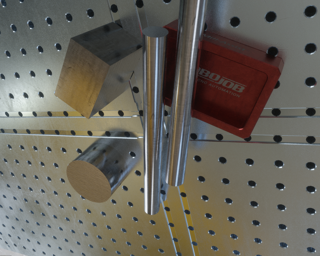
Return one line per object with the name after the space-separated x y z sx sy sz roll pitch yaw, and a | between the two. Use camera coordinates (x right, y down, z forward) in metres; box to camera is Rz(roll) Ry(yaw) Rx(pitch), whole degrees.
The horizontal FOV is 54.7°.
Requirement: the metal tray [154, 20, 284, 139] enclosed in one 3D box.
0.055 -0.054 0.344 0.130 0.030 0.089 24 127 12 | metal tray

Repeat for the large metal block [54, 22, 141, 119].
-0.070 -0.070 0.368 0.050 0.080 0.079 36 129 4 | large metal block

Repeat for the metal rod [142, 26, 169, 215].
-0.009 0.018 0.397 0.025 0.025 0.298 18 135 17 | metal rod

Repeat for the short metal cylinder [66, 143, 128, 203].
-0.098 0.070 0.488 0.080 0.050 0.079 13 124 20 | short metal cylinder

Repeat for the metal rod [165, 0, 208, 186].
0.027 -0.058 0.320 0.025 0.025 0.298 16 125 18 | metal rod
